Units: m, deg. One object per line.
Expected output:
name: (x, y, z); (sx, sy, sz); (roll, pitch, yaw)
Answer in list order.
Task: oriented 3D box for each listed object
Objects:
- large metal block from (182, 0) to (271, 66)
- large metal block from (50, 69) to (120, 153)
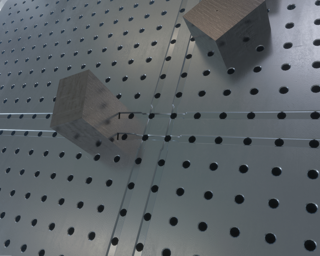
large metal block: (0.093, -0.148, 0.435); (0.080, 0.050, 0.080); (-39, 51, 2)
large metal block: (-0.102, -0.022, 0.441); (0.050, 0.080, 0.080); (-14, 56, 21)
